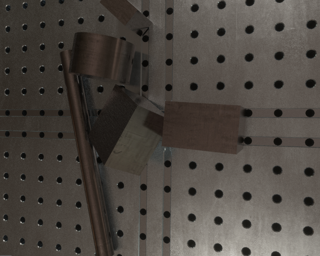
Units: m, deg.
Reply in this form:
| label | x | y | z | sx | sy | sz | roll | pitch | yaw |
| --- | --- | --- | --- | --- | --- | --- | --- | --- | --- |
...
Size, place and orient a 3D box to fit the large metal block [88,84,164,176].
| label | x | y | z | sx | sy | sz | roll | pitch | yaw |
| --- | --- | --- | --- | --- | --- | --- | --- | --- | --- |
| large metal block | -0.041 | 0.001 | 0.392 | 0.080 | 0.050 | 0.080 | -60 | 34 | 10 |

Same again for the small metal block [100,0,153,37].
| label | x | y | z | sx | sy | sz | roll | pitch | yaw |
| --- | --- | --- | --- | --- | --- | --- | --- | --- | --- |
| small metal block | -0.044 | -0.154 | 0.414 | 0.050 | 0.050 | 0.025 | 46 | 104 | 14 |

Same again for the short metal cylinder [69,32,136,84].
| label | x | y | z | sx | sy | sz | roll | pitch | yaw |
| --- | --- | --- | --- | --- | --- | --- | --- | --- | --- |
| short metal cylinder | -0.076 | -0.090 | 0.409 | 0.080 | 0.080 | 0.050 | 11 | 94 | 19 |

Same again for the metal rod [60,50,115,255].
| label | x | y | z | sx | sy | sz | roll | pitch | yaw |
| --- | --- | --- | --- | --- | --- | --- | --- | --- | --- |
| metal rod | -0.106 | 0.035 | 0.448 | 0.025 | 0.025 | 0.298 | -13 | 86 | 19 |

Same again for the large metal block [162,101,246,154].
| label | x | y | z | sx | sy | sz | roll | pitch | yaw |
| --- | --- | --- | --- | --- | --- | --- | --- | --- | --- |
| large metal block | 0.055 | -0.002 | 0.364 | 0.080 | 0.080 | 0.050 | 5 | 92 | 19 |
